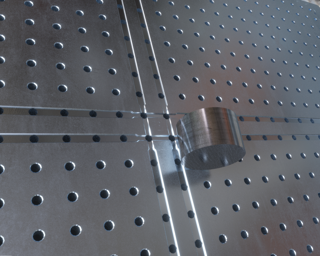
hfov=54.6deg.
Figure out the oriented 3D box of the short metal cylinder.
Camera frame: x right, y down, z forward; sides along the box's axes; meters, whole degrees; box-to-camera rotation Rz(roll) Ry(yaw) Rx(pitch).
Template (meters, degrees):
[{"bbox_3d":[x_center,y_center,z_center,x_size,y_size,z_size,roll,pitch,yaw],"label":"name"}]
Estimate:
[{"bbox_3d":[0.064,0.016,0.397,0.081,0.080,0.050,7,59,-24],"label":"short metal cylinder"}]
